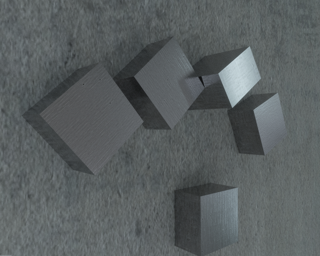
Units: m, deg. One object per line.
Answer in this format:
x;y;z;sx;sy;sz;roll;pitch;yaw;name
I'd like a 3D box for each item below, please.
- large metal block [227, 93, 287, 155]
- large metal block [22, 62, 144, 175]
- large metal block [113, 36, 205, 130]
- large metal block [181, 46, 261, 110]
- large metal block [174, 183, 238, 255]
0.169;-0.008;0.534;0.081;0.050;0.080;-30;109;-36;large metal block
-0.078;-0.010;0.325;0.080;0.050;0.080;-50;120;-28;large metal block
-0.001;-0.054;0.390;0.080;0.050;0.080;-51;120;-28;large metal block
0.082;-0.069;0.440;0.080;0.080;0.050;-42;116;-32;large metal block
0.068;0.128;0.448;0.081;0.050;0.079;-1;91;-40;large metal block
